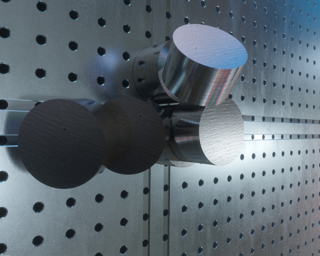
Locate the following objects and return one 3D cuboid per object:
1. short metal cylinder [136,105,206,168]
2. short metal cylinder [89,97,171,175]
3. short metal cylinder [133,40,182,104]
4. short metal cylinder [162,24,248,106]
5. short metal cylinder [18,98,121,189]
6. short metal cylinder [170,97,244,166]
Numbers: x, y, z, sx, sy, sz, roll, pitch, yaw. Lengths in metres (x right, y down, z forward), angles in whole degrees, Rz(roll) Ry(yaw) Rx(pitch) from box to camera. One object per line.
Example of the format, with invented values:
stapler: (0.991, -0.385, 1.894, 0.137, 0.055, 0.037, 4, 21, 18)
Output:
short metal cylinder: (0.016, 0.009, 0.405, 0.081, 0.050, 0.079, 0, 90, -40)
short metal cylinder: (-0.030, 0.006, 0.338, 0.050, 0.080, 0.079, -33, 118, -80)
short metal cylinder: (0.012, -0.071, 0.402, 0.081, 0.050, 0.079, 0, 90, -40)
short metal cylinder: (0.047, -0.070, 0.338, 0.081, 0.080, 0.050, -30, 152, -36)
short metal cylinder: (-0.083, 0.012, 0.295, 0.050, 0.080, 0.079, -37, 122, -81)
short metal cylinder: (0.056, 0.003, 0.372, 0.081, 0.050, 0.079, 0, 90, -40)
